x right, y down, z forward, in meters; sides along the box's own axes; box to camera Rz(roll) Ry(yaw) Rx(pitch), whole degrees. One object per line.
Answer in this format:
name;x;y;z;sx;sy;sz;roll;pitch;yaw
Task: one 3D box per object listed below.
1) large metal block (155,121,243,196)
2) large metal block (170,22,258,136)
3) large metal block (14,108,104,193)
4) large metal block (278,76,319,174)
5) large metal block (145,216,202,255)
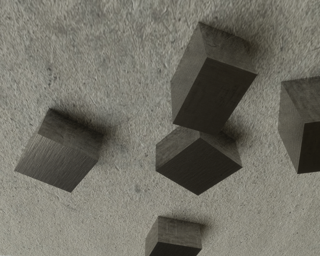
large metal block;0.051;0.038;0.423;0.080;0.050;0.080;34;122;-26
large metal block;0.050;-0.052;0.327;0.050;0.080;0.079;16;128;-13
large metal block;-0.134;0.033;0.417;0.080;0.050;0.080;29;124;-22
large metal block;0.180;-0.004;0.369;0.050;0.080;0.080;-8;130;7
large metal block;0.023;0.213;0.572;0.081;0.050;0.079;14;129;-12
